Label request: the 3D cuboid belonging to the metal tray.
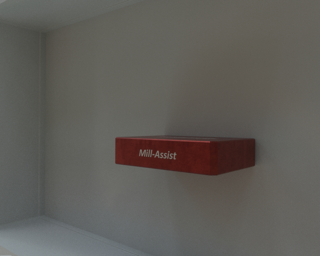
[{"bbox_3d":[0.026,0.026,0.341,0.130,0.091,0.030,1,91,39],"label":"metal tray"}]
